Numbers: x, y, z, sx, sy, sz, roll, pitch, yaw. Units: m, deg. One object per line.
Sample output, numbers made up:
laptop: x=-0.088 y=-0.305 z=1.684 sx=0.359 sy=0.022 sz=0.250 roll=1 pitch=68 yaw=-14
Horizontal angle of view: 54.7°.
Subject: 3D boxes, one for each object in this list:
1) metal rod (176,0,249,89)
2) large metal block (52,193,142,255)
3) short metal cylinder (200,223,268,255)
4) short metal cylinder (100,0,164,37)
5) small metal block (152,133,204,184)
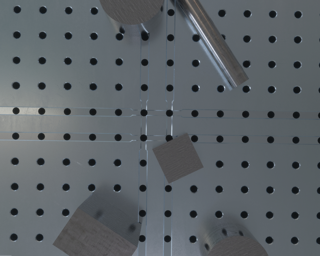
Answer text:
metal rod: x=0.028 y=-0.185 z=0.413 sx=0.025 sy=0.025 sz=0.299 roll=-33 pitch=90 yaw=0
large metal block: x=-0.072 y=0.131 z=0.385 sx=0.080 sy=0.080 sz=0.050 roll=34 pitch=90 yaw=0
short metal cylinder: x=0.095 y=0.171 z=0.402 sx=0.081 sy=0.050 sz=0.079 roll=0 pitch=90 yaw=0
short metal cylinder: x=-0.034 y=-0.165 z=0.400 sx=0.081 sy=0.050 sz=0.079 roll=0 pitch=90 yaw=0
small metal block: x=0.023 y=0.039 z=0.414 sx=0.050 sy=0.025 sz=0.050 roll=-25 pitch=90 yaw=0
